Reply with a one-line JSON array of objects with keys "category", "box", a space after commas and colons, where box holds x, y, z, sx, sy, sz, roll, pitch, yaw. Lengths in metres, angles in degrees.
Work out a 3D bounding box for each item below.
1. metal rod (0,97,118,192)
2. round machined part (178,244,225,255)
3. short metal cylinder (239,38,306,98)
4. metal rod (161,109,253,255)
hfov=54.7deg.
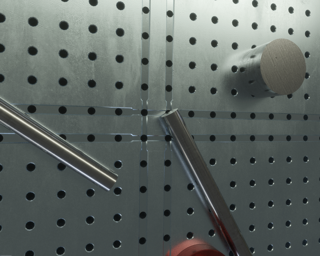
[{"category": "metal rod", "box": [-0.176, -0.017, 0.347, 0.301, 0.025, 0.025, 37, 78, -16]}, {"category": "round machined part", "box": [0.061, 0.217, 0.426, 0.099, 0.042, 0.097, 0, 90, -20]}, {"category": "short metal cylinder", "box": [0.166, -0.087, 0.460, 0.081, 0.050, 0.080, 0, 90, -20]}, {"category": "metal rod", "box": [0.082, 0.110, 0.442, 0.025, 0.025, 0.299, -31, 100, -17]}]
